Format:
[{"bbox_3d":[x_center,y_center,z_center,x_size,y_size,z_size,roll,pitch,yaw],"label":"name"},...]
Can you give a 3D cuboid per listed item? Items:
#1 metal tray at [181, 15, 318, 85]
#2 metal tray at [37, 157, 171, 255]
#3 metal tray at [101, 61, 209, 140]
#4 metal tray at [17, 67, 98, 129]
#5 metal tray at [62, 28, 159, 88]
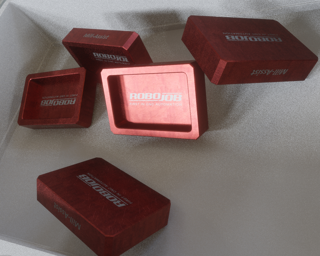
[{"bbox_3d":[0.102,-0.091,0.356,0.131,0.030,0.090,-6,48,-23],"label":"metal tray"},{"bbox_3d":[-0.065,0.081,0.348,0.130,0.091,0.030,24,116,36],"label":"metal tray"},{"bbox_3d":[-0.008,-0.036,0.391,0.130,0.089,0.030,3,20,29],"label":"metal tray"},{"bbox_3d":[-0.167,-0.046,0.500,0.130,0.030,0.090,-1,76,27],"label":"metal tray"},{"bbox_3d":[-0.072,-0.101,0.459,0.130,0.090,0.030,15,63,34],"label":"metal tray"}]
